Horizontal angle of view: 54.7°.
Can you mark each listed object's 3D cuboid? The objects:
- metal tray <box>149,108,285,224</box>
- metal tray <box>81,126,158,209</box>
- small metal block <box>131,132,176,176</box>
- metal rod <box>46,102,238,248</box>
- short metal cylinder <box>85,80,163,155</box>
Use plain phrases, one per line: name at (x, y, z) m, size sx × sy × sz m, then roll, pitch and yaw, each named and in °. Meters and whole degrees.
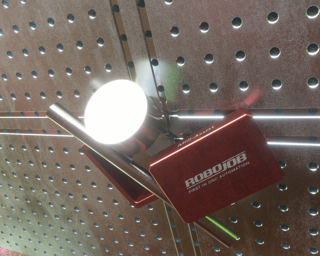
metal tray at (0.065, 0.046, 0.365) m, size 0.130 × 0.030 × 0.090 m, roll -30°, pitch 103°, yaw 12°
metal tray at (-0.044, 0.052, 0.458) m, size 0.130 × 0.030 × 0.090 m, roll 49°, pitch 129°, yaw -7°
small metal block at (-0.001, 0.035, 0.411) m, size 0.050 × 0.050 × 0.025 m, roll 35°, pitch 129°, yaw 5°
metal rod at (-0.027, 0.061, 0.419) m, size 0.301 × 0.025 × 0.025 m, roll 35°, pitch 129°, yaw 4°
short metal cylinder at (-0.043, -0.012, 0.378) m, size 0.080 × 0.080 × 0.050 m, roll 8°, pitch 164°, yaw 24°
